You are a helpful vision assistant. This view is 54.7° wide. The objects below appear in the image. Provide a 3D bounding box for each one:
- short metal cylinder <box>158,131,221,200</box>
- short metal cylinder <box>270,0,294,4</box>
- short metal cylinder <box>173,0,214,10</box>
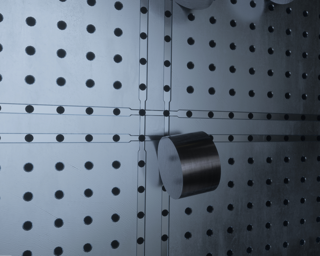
[{"bbox_3d":[0.035,0.047,0.398,0.050,0.080,0.079,-8,93,-20],"label":"short metal cylinder"},{"bbox_3d":[0.191,-0.232,0.456,0.050,0.080,0.080,-35,102,-17],"label":"short metal cylinder"},{"bbox_3d":[0.043,-0.201,0.400,0.080,0.080,0.050,31,80,-18],"label":"short metal cylinder"}]
